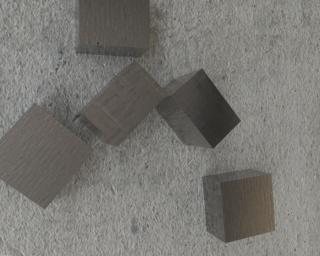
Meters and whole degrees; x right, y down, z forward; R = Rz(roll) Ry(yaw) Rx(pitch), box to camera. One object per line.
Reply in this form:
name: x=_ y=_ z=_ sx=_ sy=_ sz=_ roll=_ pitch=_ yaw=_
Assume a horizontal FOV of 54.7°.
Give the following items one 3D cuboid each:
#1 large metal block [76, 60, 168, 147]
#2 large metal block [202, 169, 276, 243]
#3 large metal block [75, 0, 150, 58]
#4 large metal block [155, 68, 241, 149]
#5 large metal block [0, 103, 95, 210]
large metal block: x=-0.048 y=-0.026 z=0.362 sx=0.050 sy=0.080 sz=0.080 roll=46 pitch=76 yaw=-15
large metal block: x=0.110 y=0.106 z=0.436 sx=0.081 sy=0.050 sz=0.079 roll=-5 pitch=92 yaw=-20
large metal block: x=-0.059 y=-0.133 z=0.374 sx=0.081 sy=0.050 sz=0.079 roll=-1 pitch=90 yaw=-20
large metal block: x=0.041 y=-0.023 z=0.395 sx=0.050 sy=0.080 sz=0.080 roll=-43 pitch=104 yaw=-15
large metal block: x=-0.134 y=0.029 z=0.346 sx=0.080 sy=0.050 sz=0.080 roll=42 pitch=77 yaw=-15
